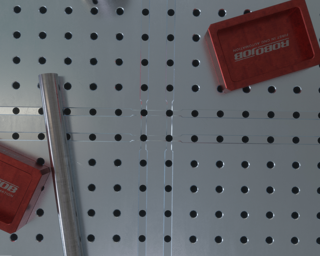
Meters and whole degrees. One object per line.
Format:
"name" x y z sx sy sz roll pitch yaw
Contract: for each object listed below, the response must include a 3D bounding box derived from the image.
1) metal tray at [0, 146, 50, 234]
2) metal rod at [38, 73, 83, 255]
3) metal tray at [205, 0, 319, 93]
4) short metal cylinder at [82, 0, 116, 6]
"metal tray" -0.227 0.070 0.408 0.131 0.030 0.090 25 90 0
"metal rod" -0.128 0.077 0.412 0.025 0.025 0.298 -8 90 0
"metal tray" 0.136 -0.108 0.411 0.131 0.030 0.090 -17 90 0
"short metal cylinder" -0.083 -0.207 0.400 0.081 0.050 0.079 0 90 0
